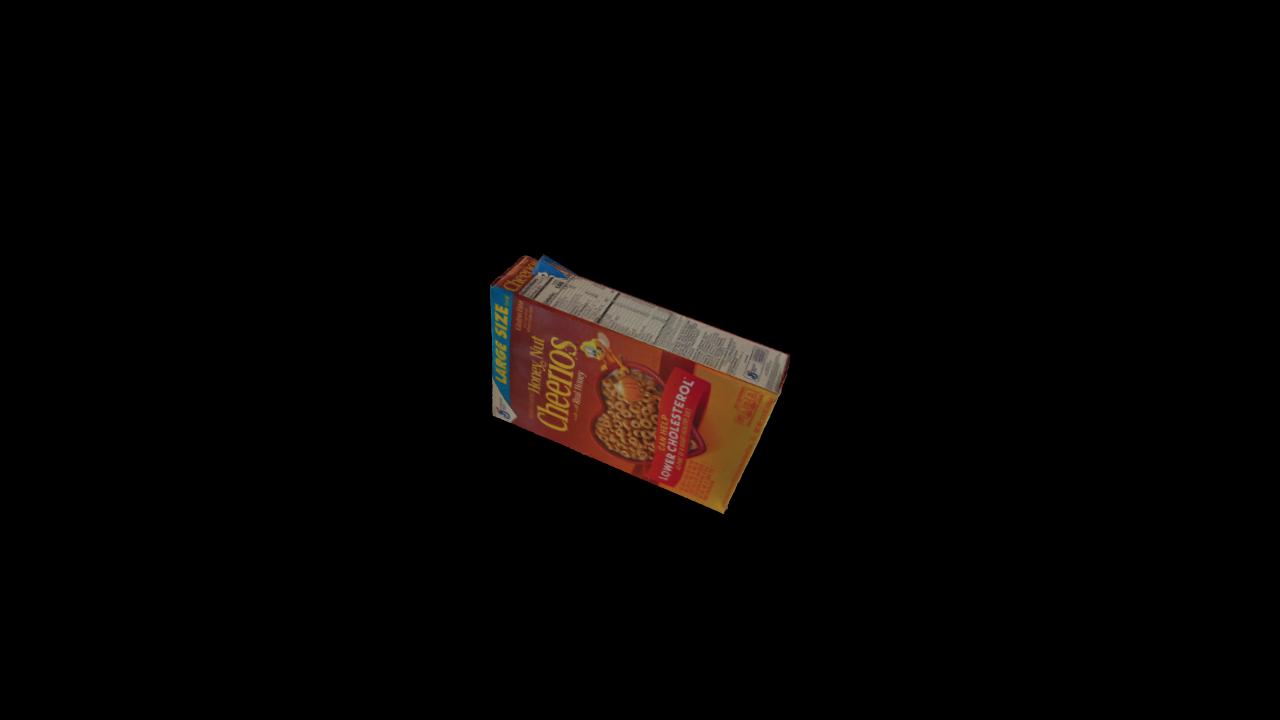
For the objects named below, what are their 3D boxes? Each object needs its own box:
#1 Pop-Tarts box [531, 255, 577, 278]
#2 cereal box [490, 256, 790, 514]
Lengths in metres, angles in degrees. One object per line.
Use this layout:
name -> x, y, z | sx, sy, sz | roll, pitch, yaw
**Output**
Pop-Tarts box -> -0.064, -0.043, 0.718 | 0.167, 0.083, 0.141 | 32, 6, -12
cereal box -> -0.016, 0.031, 0.675 | 0.306, 0.203, 0.081 | 21, 43, 9
